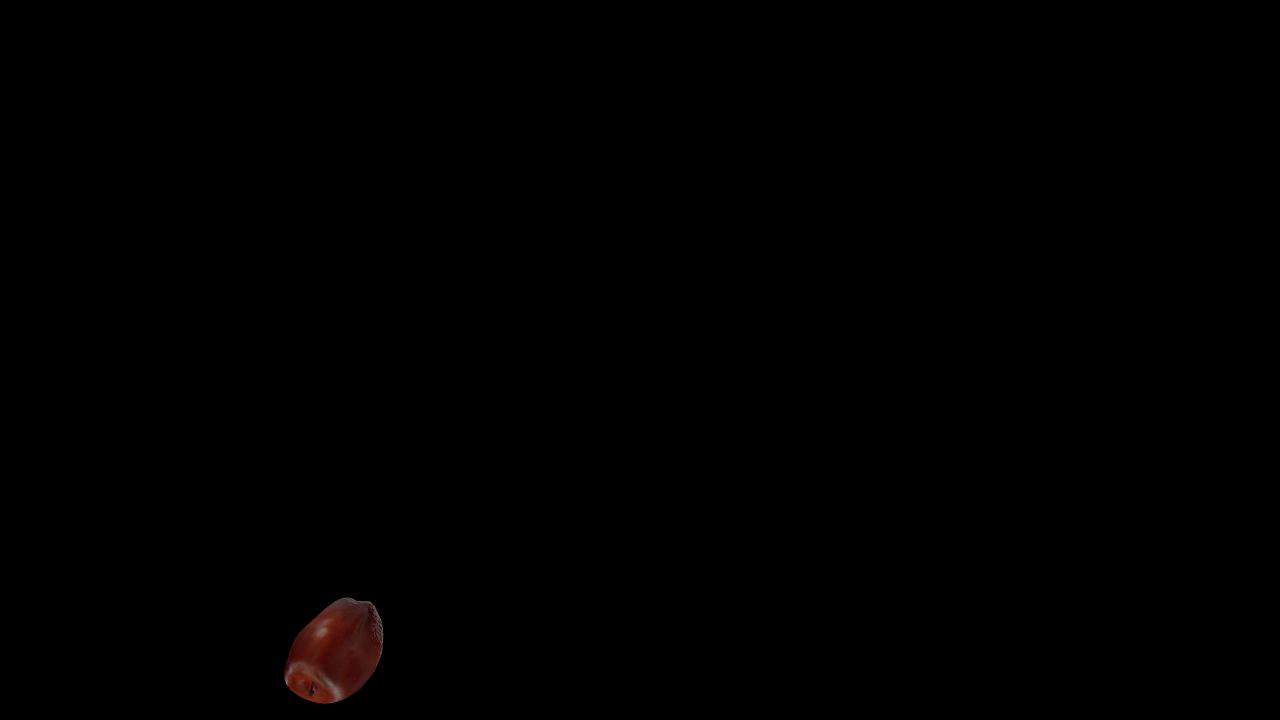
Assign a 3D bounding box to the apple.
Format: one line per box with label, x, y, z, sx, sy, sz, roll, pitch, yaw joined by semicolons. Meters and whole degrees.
apple;-0.288;0.277;0.585;0.079;0.079;0.093;0;29;10
